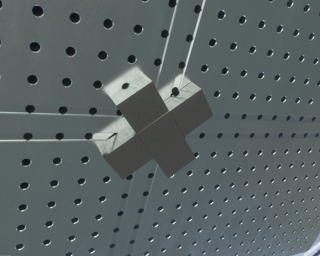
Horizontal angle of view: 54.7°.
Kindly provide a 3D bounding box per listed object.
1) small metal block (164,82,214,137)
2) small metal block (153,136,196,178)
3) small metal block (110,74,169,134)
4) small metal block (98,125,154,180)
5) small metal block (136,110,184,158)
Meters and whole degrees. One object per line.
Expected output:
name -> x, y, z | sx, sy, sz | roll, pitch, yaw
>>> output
small metal block -> 0.038, -0.025, 0.417 | 0.050, 0.025, 0.050 | -36, 129, -5
small metal block -> 0.017, 0.036, 0.444 | 0.050, 0.025, 0.050 | -35, 129, -5
small metal block -> -0.024, -0.029, 0.381 | 0.050, 0.025, 0.050 | -35, 129, -5
small metal block -> -0.045, 0.033, 0.408 | 0.050, 0.025, 0.050 | -36, 129, -5
small metal block -> -0.003, 0.004, 0.412 | 0.050, 0.025, 0.050 | -36, 129, -5
